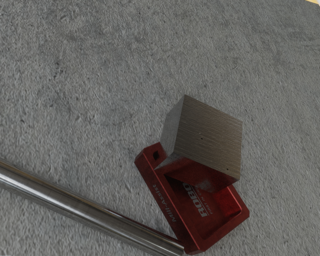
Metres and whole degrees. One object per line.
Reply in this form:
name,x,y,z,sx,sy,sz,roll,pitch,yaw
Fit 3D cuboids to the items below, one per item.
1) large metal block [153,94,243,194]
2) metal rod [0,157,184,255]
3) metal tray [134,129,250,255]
large metal block,0.046,0.020,0.361,0.080,0.050,0.080,24,53,-14
metal rod,-0.111,0.064,0.304,0.301,0.025,0.025,28,52,-11
metal tray,0.039,0.072,0.377,0.091,0.030,0.130,-21,73,-36
